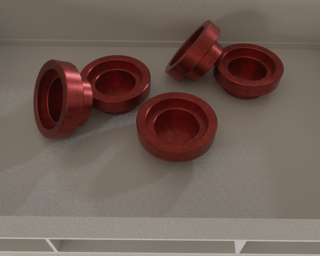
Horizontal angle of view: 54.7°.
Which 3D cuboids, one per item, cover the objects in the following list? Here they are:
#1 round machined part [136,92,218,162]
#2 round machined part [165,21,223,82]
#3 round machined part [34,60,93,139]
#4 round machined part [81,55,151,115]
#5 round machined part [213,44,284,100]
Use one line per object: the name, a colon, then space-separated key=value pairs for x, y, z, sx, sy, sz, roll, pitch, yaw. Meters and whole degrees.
round machined part: x=0.021 y=0.003 z=0.392 sx=0.099 sy=0.042 sz=0.098 roll=0 pitch=50 yaw=0
round machined part: x=0.055 y=-0.108 z=0.461 sx=0.042 sy=0.098 sz=0.098 roll=39 pitch=52 yaw=-14
round machined part: x=-0.122 y=-0.035 z=0.396 sx=0.042 sy=0.097 sz=0.098 roll=1 pitch=41 yaw=-44
round machined part: x=-0.062 y=-0.057 z=0.441 sx=0.099 sy=0.042 sz=0.098 roll=0 pitch=50 yaw=0
round machined part: x=0.129 y=-0.081 z=0.464 sx=0.099 sy=0.042 sz=0.098 roll=0 pitch=50 yaw=0
